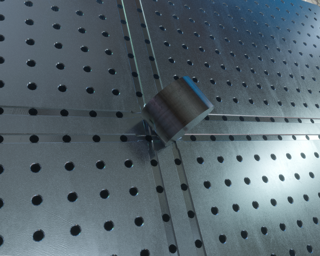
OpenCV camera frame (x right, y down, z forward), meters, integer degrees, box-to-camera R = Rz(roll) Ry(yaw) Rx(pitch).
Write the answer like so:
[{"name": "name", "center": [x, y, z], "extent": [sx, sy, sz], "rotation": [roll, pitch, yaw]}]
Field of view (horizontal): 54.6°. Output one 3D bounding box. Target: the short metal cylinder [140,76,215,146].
[{"name": "short metal cylinder", "center": [0.022, -0.021, 0.396], "extent": [0.081, 0.080, 0.050], "rotation": [-32, 79, -38]}]
